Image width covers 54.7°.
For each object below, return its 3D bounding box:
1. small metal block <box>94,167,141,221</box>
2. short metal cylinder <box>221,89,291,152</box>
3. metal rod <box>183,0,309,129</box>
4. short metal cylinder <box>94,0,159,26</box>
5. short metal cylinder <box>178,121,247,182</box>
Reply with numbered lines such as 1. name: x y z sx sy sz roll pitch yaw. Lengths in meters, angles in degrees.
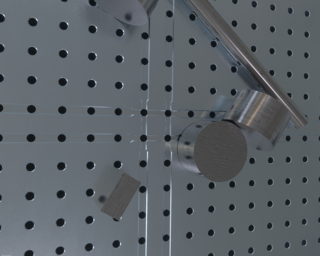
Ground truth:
1. small metal block: -0.053 0.079 0.380 0.025 0.050 0.050 34 79 -17
2. short metal cylinder: 0.132 -0.010 0.432 0.080 0.080 0.050 36 79 -17
3. metal rod: 0.122 -0.108 0.457 0.300 0.025 0.025 44 76 -15
4. short metal cylinder: -0.039 -0.168 0.369 0.080 0.080 0.050 30 80 -18
5. short metal cylinder: 0.071 0.030 0.426 0.081 0.050 0.079 0 91 -21
